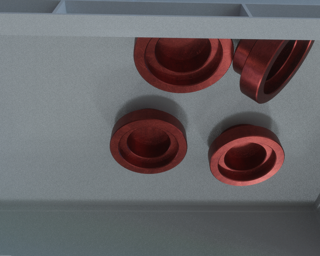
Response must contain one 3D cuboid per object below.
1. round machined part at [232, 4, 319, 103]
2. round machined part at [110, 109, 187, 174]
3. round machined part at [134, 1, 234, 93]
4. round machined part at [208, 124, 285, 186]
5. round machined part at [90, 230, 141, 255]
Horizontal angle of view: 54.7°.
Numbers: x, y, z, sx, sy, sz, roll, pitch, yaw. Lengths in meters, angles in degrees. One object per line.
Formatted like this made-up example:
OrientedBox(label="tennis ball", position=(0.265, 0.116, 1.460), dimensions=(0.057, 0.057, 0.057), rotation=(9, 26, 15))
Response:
OrientedBox(label="round machined part", position=(0.111, -0.077, 0.312), dimensions=(0.099, 0.042, 0.097), rotation=(-36, 149, -25))
OrientedBox(label="round machined part", position=(-0.015, 0.013, 0.409), dimensions=(0.099, 0.042, 0.097), rotation=(-1, 130, 0))
OrientedBox(label="round machined part", position=(0.023, -0.085, 0.319), dimensions=(0.099, 0.042, 0.097), rotation=(0, 140, 0))
OrientedBox(label="round machined part", position=(0.115, 0.033, 0.428), dimensions=(0.099, 0.042, 0.097), rotation=(-1, 130, 0))
OrientedBox(label="round machined part", position=(-0.087, 0.245, 0.608), dimensions=(0.099, 0.042, 0.097), rotation=(-1, 130, 0))
